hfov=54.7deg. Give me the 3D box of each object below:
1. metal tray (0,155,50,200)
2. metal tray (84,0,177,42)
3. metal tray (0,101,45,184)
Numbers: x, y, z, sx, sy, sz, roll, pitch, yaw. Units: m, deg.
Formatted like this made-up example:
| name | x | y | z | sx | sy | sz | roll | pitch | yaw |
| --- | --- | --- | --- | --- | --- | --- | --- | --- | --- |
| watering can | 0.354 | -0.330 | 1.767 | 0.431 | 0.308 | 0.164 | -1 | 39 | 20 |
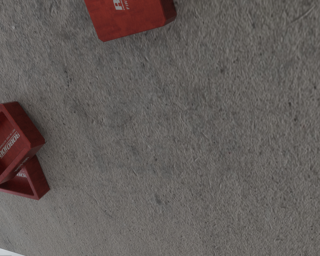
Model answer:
| name | x | y | z | sx | sy | sz | roll | pitch | yaw |
| --- | --- | --- | --- | --- | --- | --- | --- | --- | --- |
| metal tray | -0.288 | 0.089 | 0.610 | 0.130 | 0.030 | 0.089 | 5 | 121 | 26 |
| metal tray | -0.044 | -0.165 | 0.325 | 0.090 | 0.030 | 0.129 | -5 | 116 | 30 |
| metal tray | -0.264 | 0.027 | 0.533 | 0.130 | 0.030 | 0.090 | -40 | 84 | 29 |
